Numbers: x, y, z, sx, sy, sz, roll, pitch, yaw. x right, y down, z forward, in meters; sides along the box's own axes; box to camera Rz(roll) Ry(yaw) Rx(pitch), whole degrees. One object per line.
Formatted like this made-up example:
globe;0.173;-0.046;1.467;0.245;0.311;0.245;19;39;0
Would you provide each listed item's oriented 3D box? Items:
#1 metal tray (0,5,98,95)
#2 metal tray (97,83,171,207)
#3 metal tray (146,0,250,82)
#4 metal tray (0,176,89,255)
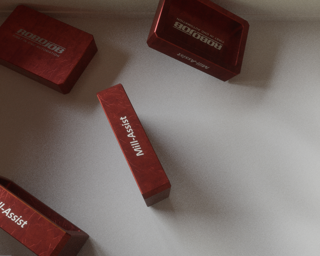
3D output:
metal tray;-0.170;-0.115;0.448;0.130;0.030;0.090;25;72;8
metal tray;-0.030;0.023;0.366;0.030;0.090;0.130;-24;72;-8
metal tray;0.056;-0.130;0.426;0.131;0.030;0.090;21;72;-18
metal tray;-0.147;0.095;0.339;0.130;0.090;0.030;31;73;10
